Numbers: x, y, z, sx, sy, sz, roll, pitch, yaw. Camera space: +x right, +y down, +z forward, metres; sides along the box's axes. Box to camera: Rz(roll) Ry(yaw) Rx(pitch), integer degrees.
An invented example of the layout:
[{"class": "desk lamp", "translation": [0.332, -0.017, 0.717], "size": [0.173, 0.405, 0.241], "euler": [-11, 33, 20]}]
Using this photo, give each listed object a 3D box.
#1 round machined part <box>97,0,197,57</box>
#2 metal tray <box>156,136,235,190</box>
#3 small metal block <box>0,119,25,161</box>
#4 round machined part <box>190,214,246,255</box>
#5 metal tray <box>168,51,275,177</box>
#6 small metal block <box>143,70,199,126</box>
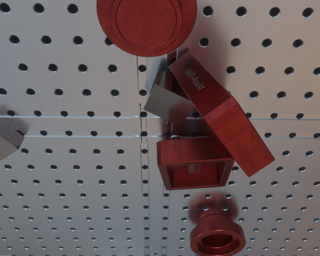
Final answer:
[{"class": "round machined part", "translation": [-0.013, -0.113, 0.304], "size": [0.099, 0.042, 0.097], "euler": [0, 130, 0]}, {"class": "metal tray", "translation": [0.047, 0.052, 0.419], "size": [0.091, 0.030, 0.130], "euler": [-5, 155, 4]}, {"class": "small metal block", "translation": [-0.226, 0.016, 0.423], "size": [0.050, 0.025, 0.050], "euler": [-28, 125, 21]}, {"class": "round machined part", "translation": [0.103, 0.195, 0.568], "size": [0.099, 0.042, 0.097], "euler": [0, 130, 0]}, {"class": "metal tray", "translation": [0.059, -0.020, 0.324], "size": [0.030, 0.130, 0.090], "euler": [-37, 123, 9]}, {"class": "small metal block", "translation": [0.014, -0.034, 0.367], "size": [0.050, 0.025, 0.050], "euler": [25, 144, -6]}]
